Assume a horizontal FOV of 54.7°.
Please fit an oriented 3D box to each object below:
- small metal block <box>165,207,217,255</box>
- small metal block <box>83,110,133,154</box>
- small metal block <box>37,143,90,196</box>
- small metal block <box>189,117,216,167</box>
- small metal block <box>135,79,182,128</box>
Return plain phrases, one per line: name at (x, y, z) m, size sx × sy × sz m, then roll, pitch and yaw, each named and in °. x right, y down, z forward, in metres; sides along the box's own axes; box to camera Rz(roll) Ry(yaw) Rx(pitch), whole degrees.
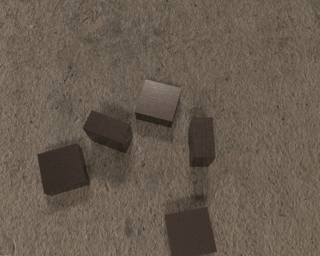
small metal block at (0.035, 0.123, 0.363) m, size 0.050 × 0.025 × 0.050 m, roll -9°, pitch 70°, yaw -4°
small metal block at (-0.064, 0.006, 0.392) m, size 0.050 × 0.050 × 0.025 m, roll 20°, pitch 71°, yaw 7°
small metal block at (-0.120, 0.052, 0.388) m, size 0.050 × 0.025 × 0.050 m, roll -16°, pitch 71°, yaw -6°
small metal block at (0.051, 0.019, 0.389) m, size 0.025 × 0.050 × 0.050 m, roll 0°, pitch 70°, yaw 0°
small metal block at (-0.002, -0.033, 0.420) m, size 0.050 × 0.025 × 0.050 m, roll 14°, pitch 71°, yaw 5°
